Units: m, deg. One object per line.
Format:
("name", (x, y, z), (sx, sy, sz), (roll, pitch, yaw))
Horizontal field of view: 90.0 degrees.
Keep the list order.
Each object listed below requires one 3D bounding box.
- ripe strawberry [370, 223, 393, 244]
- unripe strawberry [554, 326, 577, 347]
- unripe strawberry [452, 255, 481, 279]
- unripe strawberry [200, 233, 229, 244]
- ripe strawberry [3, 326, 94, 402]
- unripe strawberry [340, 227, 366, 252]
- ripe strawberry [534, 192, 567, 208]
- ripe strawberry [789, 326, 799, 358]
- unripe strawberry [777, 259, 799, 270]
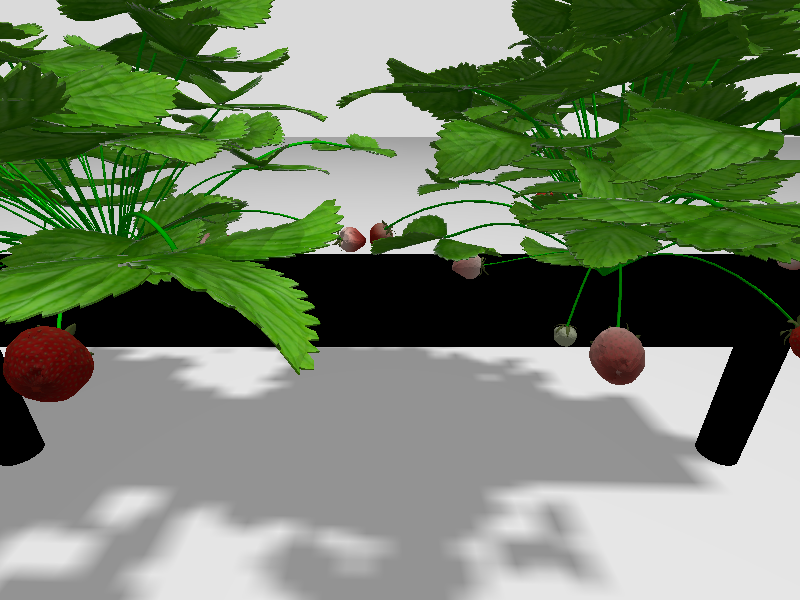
("ripe strawberry", (-0.023, -0.072, 0.457), (0.028, 0.028, 0.026), (-39, 1, 34))
("unripe strawberry", (0.105, 0.023, 0.256), (0.014, 0.013, 0.013), (15, 10, 30))
("unripe strawberry", (0.060, -0.031, 0.364), (0.026, 0.025, 0.024), (-1, 24, -2))
("unripe strawberry", (-0.172, -0.048, 0.385), (0.037, 0.037, 0.041), (-5, 25, -13))
("ripe strawberry", (-0.175, 0.034, 0.199), (0.034, 0.039, 0.037), (-11, 28, -23))
("unripe strawberry", (-0.051, -0.065, 0.434), (0.028, 0.027, 0.030), (-2, 23, -20))
("ripe strawberry", (0.218, -0.139, 0.579), (0.050, 0.045, 0.045), (3, 14, 6))
("ripe strawberry", (0.246, 0.025, 0.233), (0.029, 0.026, 0.027), (-9, 39, -19))
("unripe strawberry", (0.377, -0.038, 0.384), (0.022, 0.019, 0.022), (30, 18, -17))
